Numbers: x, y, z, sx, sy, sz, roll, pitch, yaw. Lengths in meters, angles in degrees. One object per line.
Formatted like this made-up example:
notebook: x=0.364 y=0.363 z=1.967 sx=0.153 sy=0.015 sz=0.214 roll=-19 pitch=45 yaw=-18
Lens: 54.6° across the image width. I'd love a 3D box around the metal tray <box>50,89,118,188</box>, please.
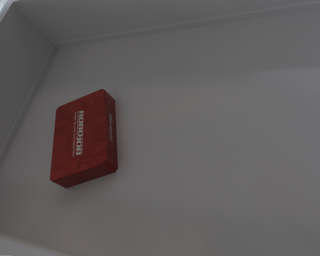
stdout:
metal tray: x=-0.110 y=0.013 z=0.454 sx=0.090 sy=0.030 sz=0.130 roll=-20 pitch=54 yaw=16
